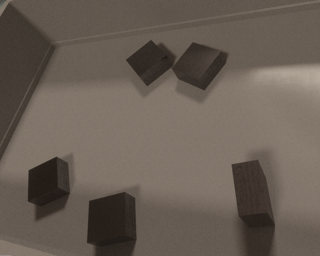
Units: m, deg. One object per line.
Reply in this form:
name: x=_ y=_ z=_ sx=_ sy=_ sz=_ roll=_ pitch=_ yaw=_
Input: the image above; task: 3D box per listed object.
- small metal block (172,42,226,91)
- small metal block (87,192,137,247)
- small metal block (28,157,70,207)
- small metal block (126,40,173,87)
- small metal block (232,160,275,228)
small metal block: x=0.054 y=-0.086 z=0.430 sx=0.050 sy=0.025 sz=0.050 roll=31 pitch=79 yaw=37
small metal block: x=-0.057 y=0.109 z=0.367 sx=0.050 sy=0.025 sz=0.050 roll=-17 pitch=55 yaw=18
small metal block: x=-0.158 y=0.076 z=0.440 sx=0.050 sy=0.025 sz=0.050 roll=-25 pitch=53 yaw=12
small metal block: x=-0.017 y=-0.100 z=0.474 sx=0.050 sy=0.025 sz=0.050 roll=-38 pitch=51 yaw=2
small metal block: x=0.091 y=0.065 z=0.301 sx=0.025 sy=0.050 sz=0.050 roll=-14 pitch=56 yaw=21
